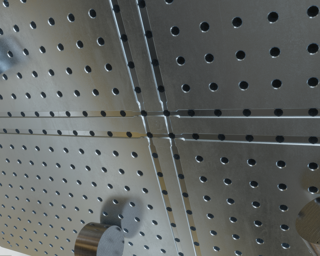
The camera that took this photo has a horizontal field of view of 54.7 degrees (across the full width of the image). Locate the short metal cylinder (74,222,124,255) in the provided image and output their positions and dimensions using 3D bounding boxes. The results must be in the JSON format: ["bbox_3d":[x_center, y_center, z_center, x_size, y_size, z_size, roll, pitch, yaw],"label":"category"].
[{"bbox_3d":[-0.109,0.217,0.568,0.050,0.080,0.080,-1,118,29],"label":"short metal cylinder"}]

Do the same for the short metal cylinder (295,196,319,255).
[{"bbox_3d":[0.201,0.116,0.341,0.080,0.080,0.050,-26,104,37],"label":"short metal cylinder"}]
